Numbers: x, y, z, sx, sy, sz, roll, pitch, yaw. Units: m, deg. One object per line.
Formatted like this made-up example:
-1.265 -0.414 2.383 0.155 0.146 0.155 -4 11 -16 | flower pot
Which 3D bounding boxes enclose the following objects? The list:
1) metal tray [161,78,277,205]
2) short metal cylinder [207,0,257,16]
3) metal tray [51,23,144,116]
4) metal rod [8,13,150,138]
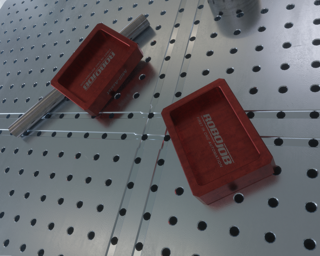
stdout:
0.063 0.011 0.364 0.090 0.030 0.130 -28 52 10 | metal tray
0.106 -0.219 0.471 0.080 0.050 0.080 -13 56 21 | short metal cylinder
-0.101 -0.095 0.496 0.090 0.030 0.130 35 84 23 | metal tray
-0.139 -0.091 0.536 0.300 0.025 0.025 -41 51 0 | metal rod
